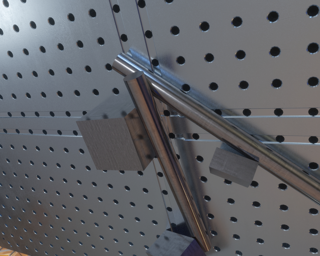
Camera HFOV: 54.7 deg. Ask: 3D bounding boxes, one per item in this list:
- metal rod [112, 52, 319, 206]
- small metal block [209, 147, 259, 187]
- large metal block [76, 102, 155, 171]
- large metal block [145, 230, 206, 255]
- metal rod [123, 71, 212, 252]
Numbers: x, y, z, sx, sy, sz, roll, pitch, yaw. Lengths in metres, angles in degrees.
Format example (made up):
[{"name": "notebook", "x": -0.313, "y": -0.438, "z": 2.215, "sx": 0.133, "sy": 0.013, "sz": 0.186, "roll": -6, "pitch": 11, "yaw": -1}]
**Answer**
[{"name": "metal rod", "x": 0.072, "y": 0.000, "z": 0.372, "sx": 0.301, "sy": 0.025, "sz": 0.025, "roll": 34, "pitch": 129, "yaw": 5}, {"name": "small metal block", "x": 0.089, "y": 0.049, "z": 0.377, "sx": 0.050, "sy": 0.025, "sz": 0.050, "roll": 20, "pitch": 168, "yaw": 16}, {"name": "large metal block", "x": -0.057, "y": 0.012, "z": 0.433, "sx": 0.080, "sy": 0.050, "sz": 0.080, "roll": -3, "pitch": 117, "yaw": 30}, {"name": "large metal block", "x": 0.035, "y": 0.217, "z": 0.493, "sx": 0.080, "sy": 0.050, "sz": 0.080, "roll": 57, "pitch": 150, "yaw": -13}, {"name": "metal rod", "x": 0.020, "y": 0.063, "z": 0.422, "sx": 0.025, "sy": 0.025, "sz": 0.299, "roll": -5, "pitch": 122, "yaw": 30}]
